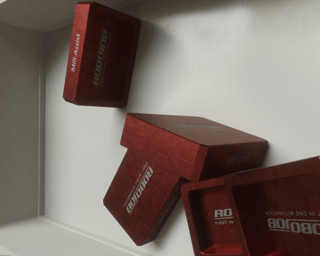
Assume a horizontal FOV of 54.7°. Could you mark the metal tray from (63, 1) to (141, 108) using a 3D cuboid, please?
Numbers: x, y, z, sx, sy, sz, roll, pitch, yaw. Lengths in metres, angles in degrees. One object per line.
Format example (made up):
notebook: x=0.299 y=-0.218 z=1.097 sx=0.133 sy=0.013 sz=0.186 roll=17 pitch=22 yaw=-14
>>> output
metal tray: x=-0.078 y=-0.095 z=0.426 sx=0.030 sy=0.091 sz=0.129 roll=19 pitch=102 yaw=38

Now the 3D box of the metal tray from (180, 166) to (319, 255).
metal tray: x=0.089 y=0.093 z=0.328 sx=0.130 sy=0.030 sz=0.090 roll=-19 pitch=78 yaw=38

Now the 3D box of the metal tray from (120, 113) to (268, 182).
metal tray: x=0.038 y=0.014 z=0.306 sx=0.090 sy=0.131 sz=0.030 roll=23 pitch=104 yaw=37

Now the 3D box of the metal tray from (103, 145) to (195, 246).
metal tray: x=-0.019 y=0.080 z=0.418 sx=0.090 sy=0.030 sz=0.129 roll=41 pitch=114 yaw=32

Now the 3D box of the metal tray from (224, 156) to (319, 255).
metal tray: x=0.102 y=0.072 z=0.235 sx=0.130 sy=0.030 sz=0.090 roll=137 pitch=121 yaw=-68
